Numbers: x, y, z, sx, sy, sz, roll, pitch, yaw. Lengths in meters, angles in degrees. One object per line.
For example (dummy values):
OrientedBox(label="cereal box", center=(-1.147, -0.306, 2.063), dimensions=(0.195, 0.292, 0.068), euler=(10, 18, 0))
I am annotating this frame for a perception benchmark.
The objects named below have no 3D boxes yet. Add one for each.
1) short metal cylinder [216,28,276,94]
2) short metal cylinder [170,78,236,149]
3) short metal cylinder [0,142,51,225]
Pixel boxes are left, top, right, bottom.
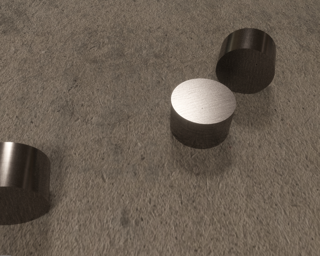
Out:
OrientedBox(label="short metal cylinder", center=(0.125, -0.096, 0.450), dimensions=(0.080, 0.080, 0.050), euler=(12, 51, 9))
OrientedBox(label="short metal cylinder", center=(0.054, -0.019, 0.404), dimensions=(0.081, 0.050, 0.080), euler=(0, 50, 0))
OrientedBox(label="short metal cylinder", center=(-0.156, 0.059, 0.316), dimensions=(0.081, 0.080, 0.050), euler=(-8, 51, -7))
